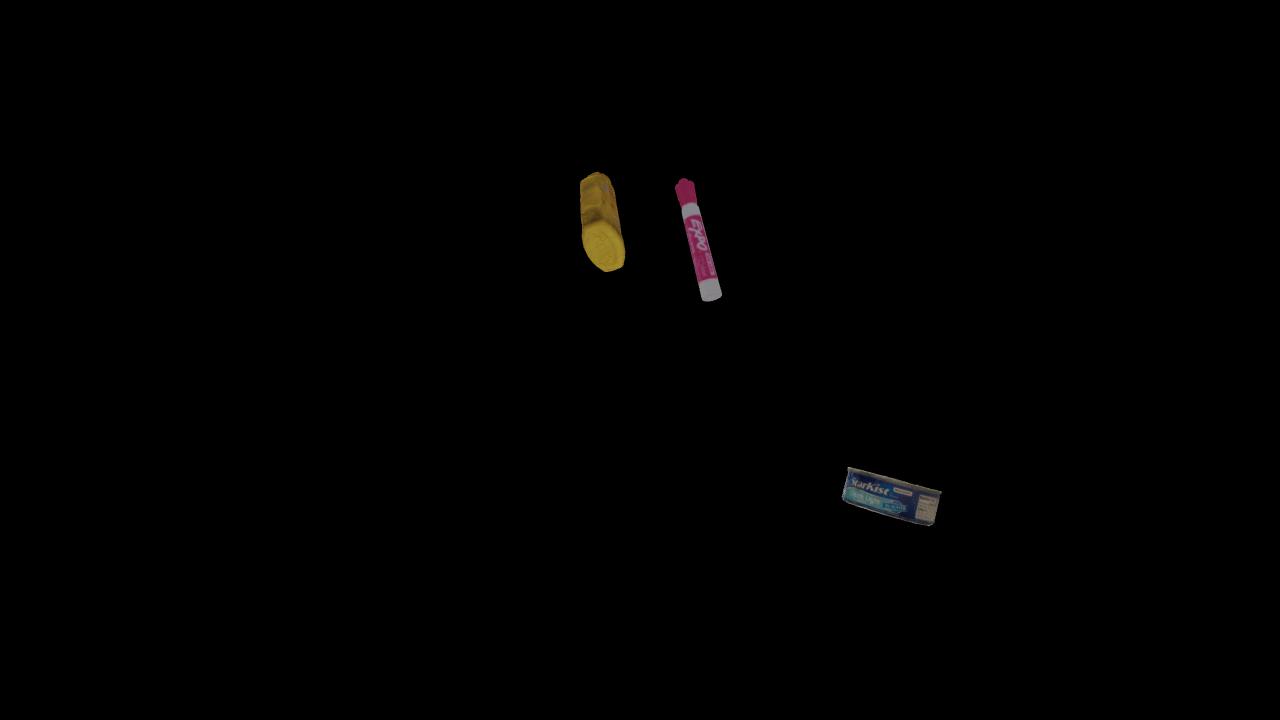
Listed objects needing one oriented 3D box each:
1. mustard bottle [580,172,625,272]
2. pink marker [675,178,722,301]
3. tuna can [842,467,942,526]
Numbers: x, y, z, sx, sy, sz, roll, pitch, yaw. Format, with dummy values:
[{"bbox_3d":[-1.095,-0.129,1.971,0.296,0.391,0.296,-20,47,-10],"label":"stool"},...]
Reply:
[{"bbox_3d":[-0.058,-0.219,0.900,0.054,0.184,0.092,-20,-43,14],"label":"mustard bottle"},{"bbox_3d":[0.053,-0.113,0.566,0.020,0.121,0.020,-11,-15,-3],"label":"pink marker"},{"bbox_3d":[0.235,0.128,0.579,0.084,0.034,0.084,15,-4,1],"label":"tuna can"}]
